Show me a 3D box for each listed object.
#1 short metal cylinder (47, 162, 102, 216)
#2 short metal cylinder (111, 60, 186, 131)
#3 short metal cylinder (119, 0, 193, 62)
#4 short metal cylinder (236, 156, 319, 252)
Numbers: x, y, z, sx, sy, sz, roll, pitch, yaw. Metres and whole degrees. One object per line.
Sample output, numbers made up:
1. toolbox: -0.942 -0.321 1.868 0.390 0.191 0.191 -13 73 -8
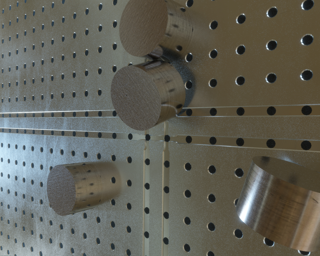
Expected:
1. short metal cylinder: -0.140 0.098 0.506 0.080 0.050 0.079 0 90 39
2. short metal cylinder: -0.015 -0.042 0.390 0.080 0.050 0.079 16 117 34
3. short metal cylinder: -0.006 -0.127 0.396 0.080 0.050 0.079 0 90 39
4. short metal cylinder: 0.115 0.064 0.278 0.080 0.081 0.050 24 105 37
